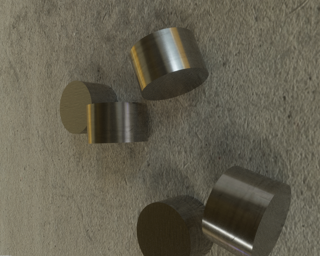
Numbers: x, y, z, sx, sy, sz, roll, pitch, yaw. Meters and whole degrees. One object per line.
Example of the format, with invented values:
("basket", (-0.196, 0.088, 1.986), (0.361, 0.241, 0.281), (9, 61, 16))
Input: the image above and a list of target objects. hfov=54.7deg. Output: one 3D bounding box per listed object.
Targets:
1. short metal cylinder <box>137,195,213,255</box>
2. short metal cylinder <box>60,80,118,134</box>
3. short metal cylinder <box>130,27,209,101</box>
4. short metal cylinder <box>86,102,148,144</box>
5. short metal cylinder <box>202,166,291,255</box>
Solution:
("short metal cylinder", (0.018, 0.125, 0.374), (0.080, 0.050, 0.080), (0, 90, 40))
("short metal cylinder", (-0.111, -0.031, 0.480), (0.080, 0.050, 0.080), (0, 90, 40))
("short metal cylinder", (0.010, -0.072, 0.361), (0.080, 0.081, 0.050), (-28, 73, 36))
("short metal cylinder", (-0.057, -0.006, 0.416), (0.080, 0.081, 0.050), (-3, 88, 40))
("short metal cylinder", (0.085, 0.082, 0.299), (0.050, 0.081, 0.079), (20, 103, 38))
